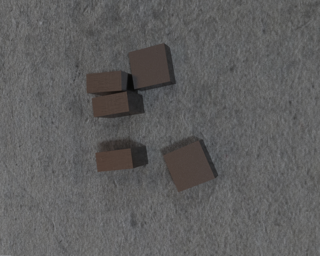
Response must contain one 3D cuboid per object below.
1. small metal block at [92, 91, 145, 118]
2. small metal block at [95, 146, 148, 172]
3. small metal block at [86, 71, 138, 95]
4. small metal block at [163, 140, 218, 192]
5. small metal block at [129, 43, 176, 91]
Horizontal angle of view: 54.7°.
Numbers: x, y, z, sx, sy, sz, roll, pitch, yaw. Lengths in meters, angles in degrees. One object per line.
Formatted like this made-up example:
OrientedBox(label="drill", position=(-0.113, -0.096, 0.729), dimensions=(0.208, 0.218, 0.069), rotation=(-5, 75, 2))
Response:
OrientedBox(label="small metal block", position=(-0.055, -0.030, 0.414), dimensions=(0.050, 0.050, 0.025), rotation=(-8, 88, 19))
OrientedBox(label="small metal block", position=(-0.050, 0.041, 0.412), dimensions=(0.050, 0.050, 0.025), rotation=(-8, 87, 19))
OrientedBox(label="small metal block", position=(-0.063, -0.058, 0.417), dimensions=(0.050, 0.050, 0.025), rotation=(-2, 90, 19))
OrientedBox(label="small metal block", position=(0.039, 0.048, 0.395), dimensions=(0.050, 0.025, 0.050), rotation=(-25, 82, 18))
OrientedBox(label="small metal block", position=(-0.010, -0.080, 0.412), dimensions=(0.050, 0.025, 0.050), rotation=(-10, 87, 19))
